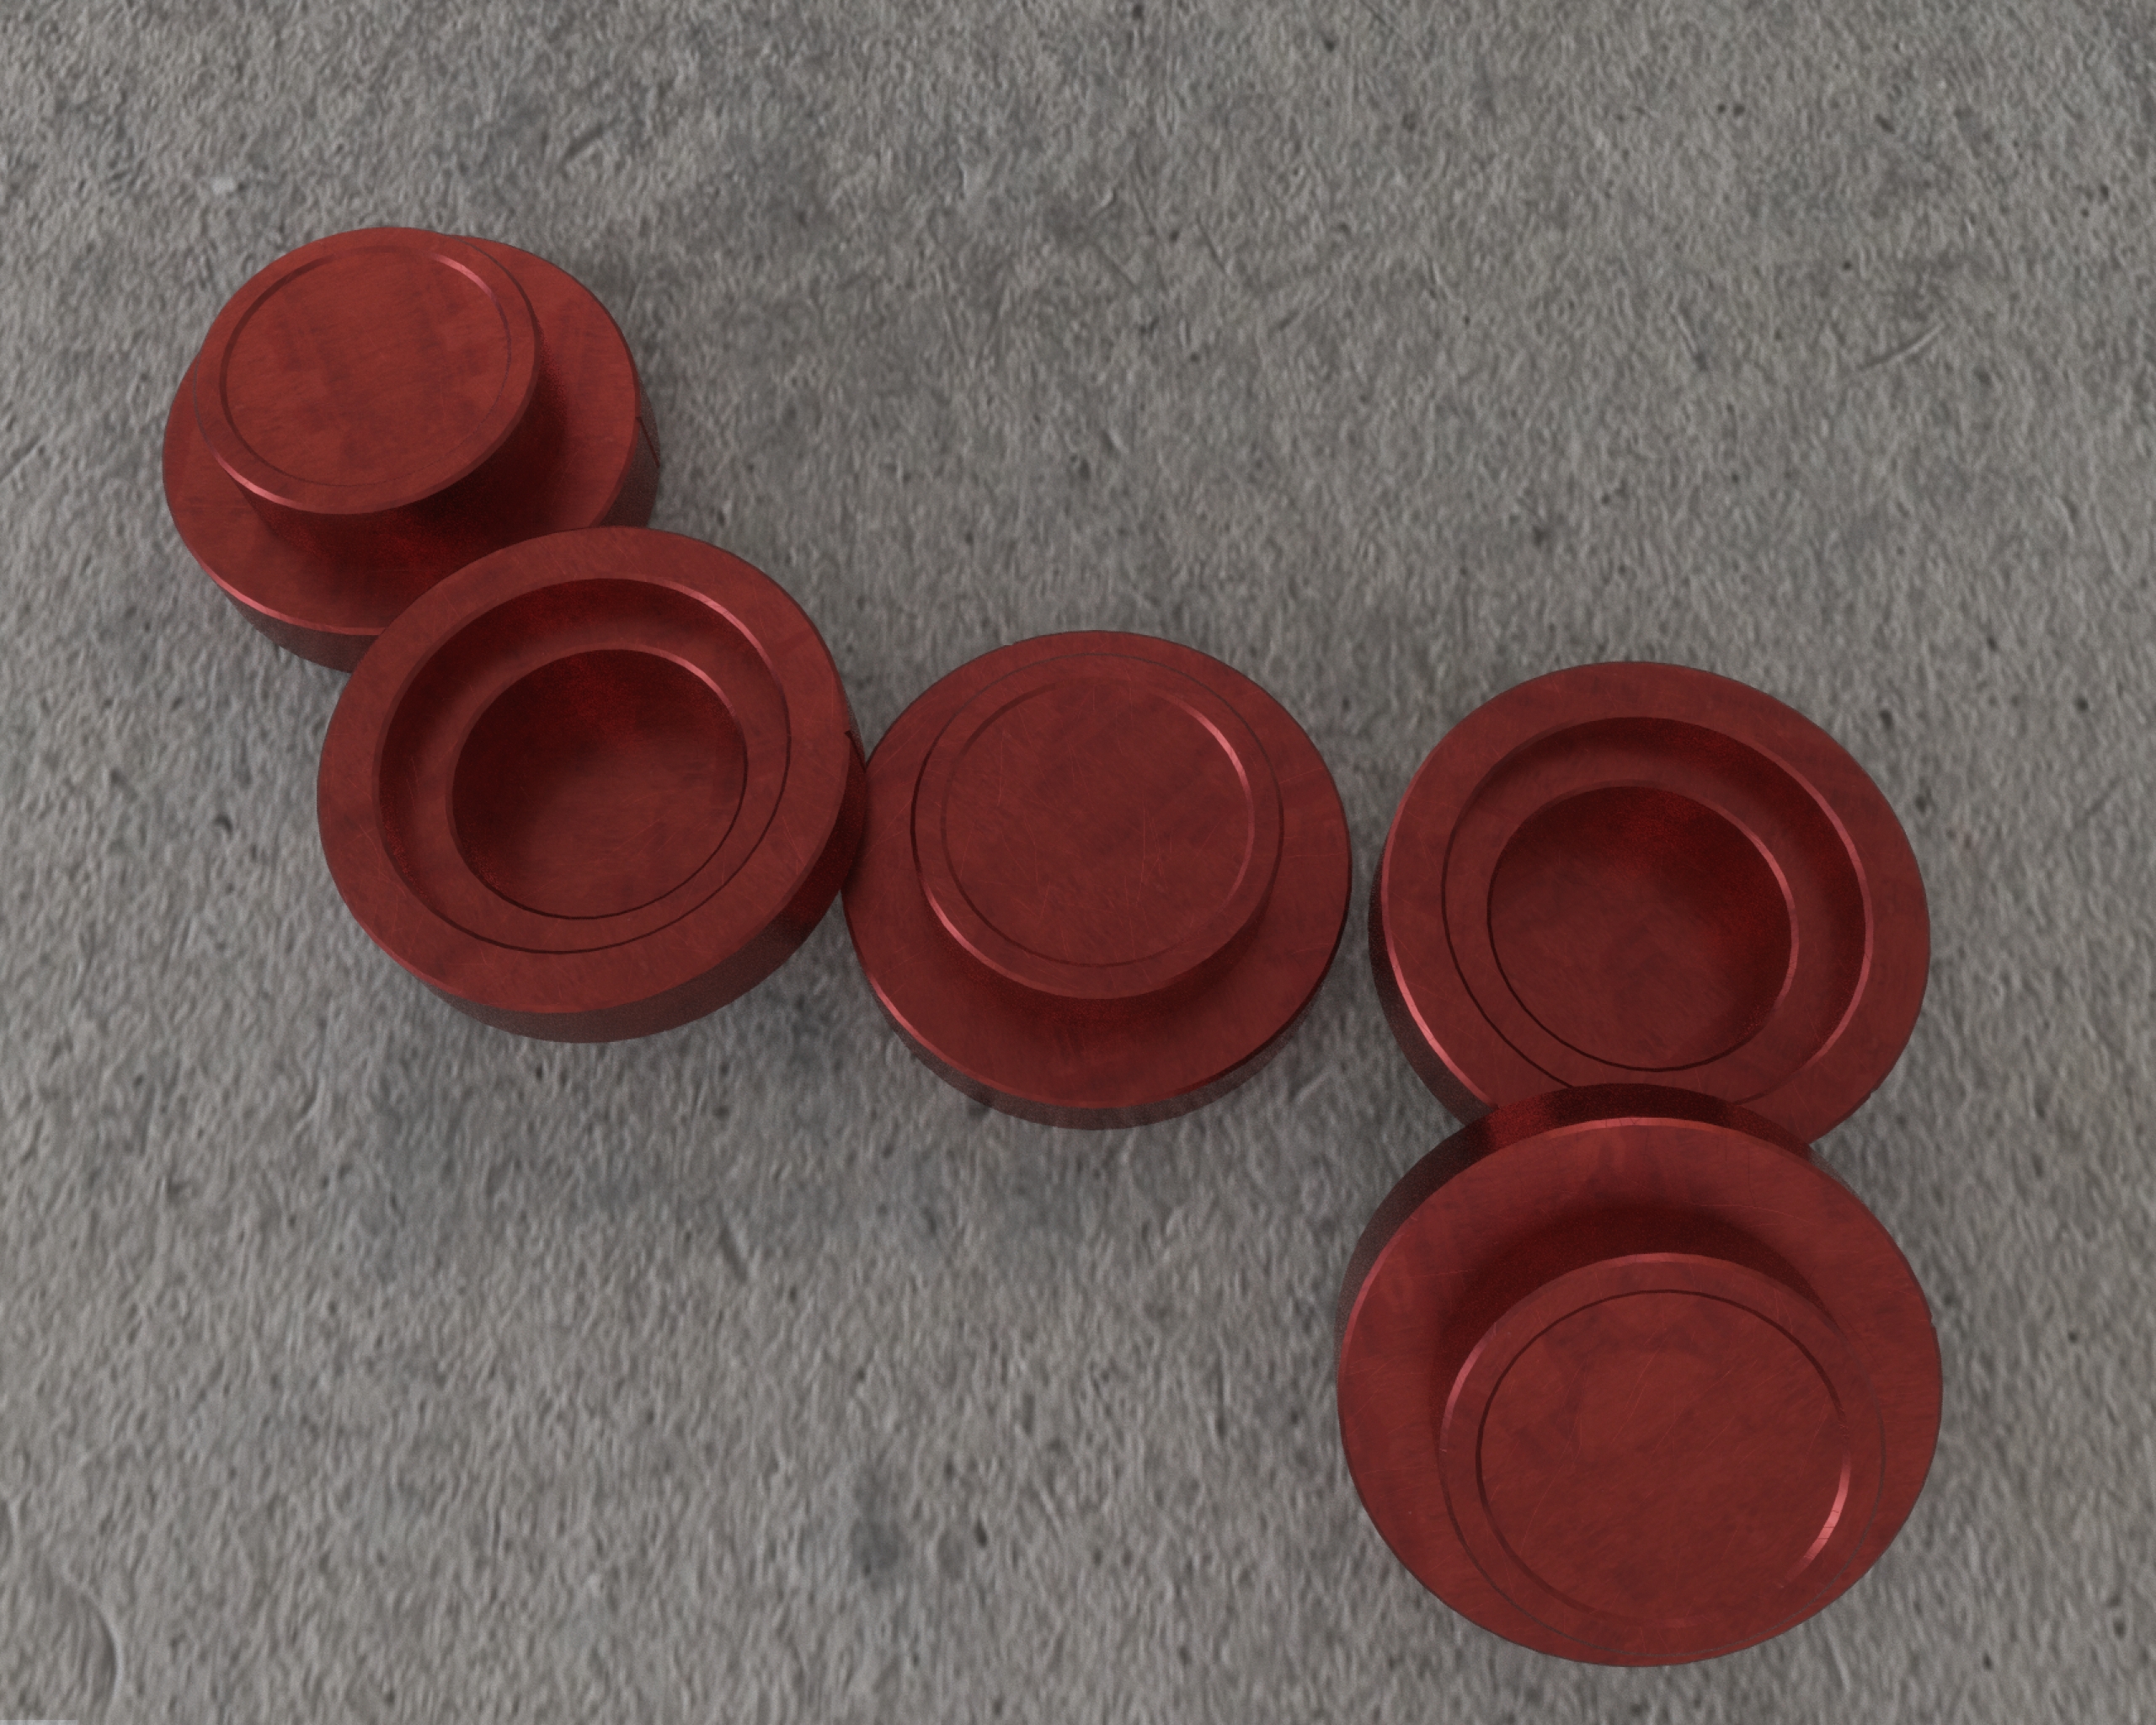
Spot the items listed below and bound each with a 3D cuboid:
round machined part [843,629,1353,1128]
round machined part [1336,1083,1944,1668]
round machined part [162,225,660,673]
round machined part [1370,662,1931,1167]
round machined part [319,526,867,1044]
[{"bbox_3d":[0.004,-0.001,0.399,0.099,0.042,0.098,0,70,0],"label":"round machined part"},{"bbox_3d":[0.093,0.089,0.344,0.099,0.042,0.097,1,101,4],"label":"round machined part"},{"bbox_3d":[-0.139,-0.091,0.429,0.099,0.042,0.098,0,68,1],"label":"round machined part"},{"bbox_3d":[0.104,0.015,0.394,0.099,0.042,0.098,0,70,0],"label":"round machined part"},{"bbox_3d":[-0.089,-0.012,0.400,0.099,0.042,0.098,-1,68,3],"label":"round machined part"}]
